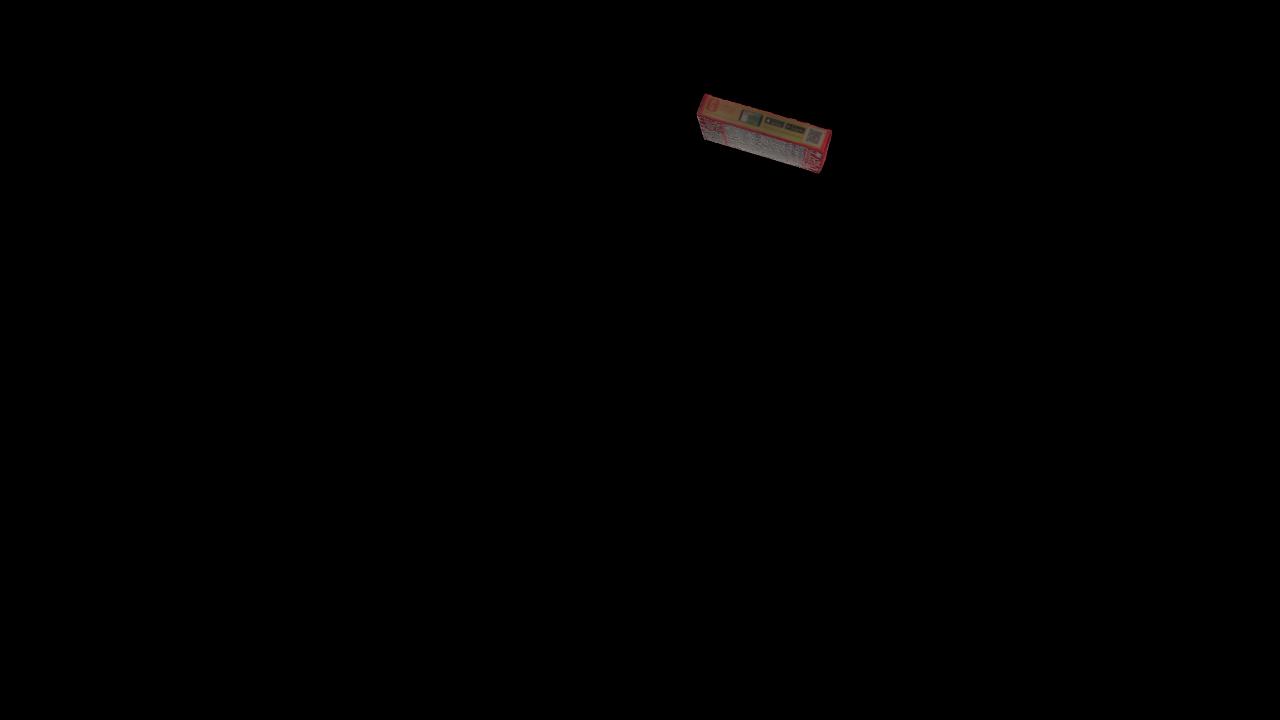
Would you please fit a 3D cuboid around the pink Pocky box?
[{"bbox_3d":[0.148,-0.268,0.733,0.155,0.029,0.084,21,5,12],"label":"pink Pocky box"}]
